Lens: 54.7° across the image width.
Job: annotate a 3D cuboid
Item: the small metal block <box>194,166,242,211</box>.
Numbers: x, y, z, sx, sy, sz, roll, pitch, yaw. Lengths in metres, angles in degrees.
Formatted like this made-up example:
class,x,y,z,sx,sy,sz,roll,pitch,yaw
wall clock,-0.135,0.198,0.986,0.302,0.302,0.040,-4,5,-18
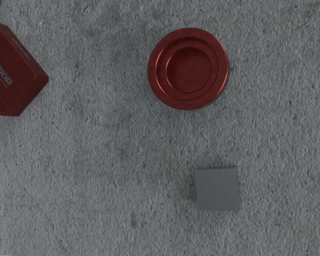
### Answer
class,x,y,z,sx,sy,sz,roll,pitch,yaw
small metal block,0.072,0.074,0.383,0.050,0.025,0.050,-5,88,19

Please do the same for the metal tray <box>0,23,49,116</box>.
class,x,y,z,sx,sy,sz,roll,pitch,yaw
metal tray,-0.247,-0.093,0.491,0.090,0.030,0.130,-45,77,14

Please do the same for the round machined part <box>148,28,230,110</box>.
class,x,y,z,sx,sy,sz,roll,pitch,yaw
round machined part,0.038,-0.070,0.386,0.098,0.042,0.097,0,90,19

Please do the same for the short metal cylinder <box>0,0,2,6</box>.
class,x,y,z,sx,sy,sz,roll,pitch,yaw
short metal cylinder,-0.299,-0.216,0.483,0.080,0.080,0.050,-37,79,16
